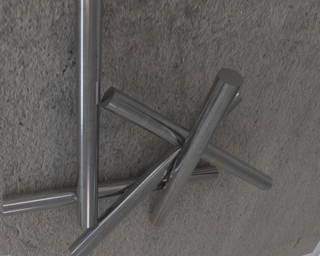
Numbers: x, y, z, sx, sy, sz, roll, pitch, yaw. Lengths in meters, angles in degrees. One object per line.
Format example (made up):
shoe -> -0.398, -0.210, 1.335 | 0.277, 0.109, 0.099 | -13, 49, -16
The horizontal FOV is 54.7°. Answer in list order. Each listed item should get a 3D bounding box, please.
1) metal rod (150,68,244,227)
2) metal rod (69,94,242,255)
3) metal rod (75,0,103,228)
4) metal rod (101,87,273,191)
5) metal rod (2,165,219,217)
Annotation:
metal rod -> 0.030, 0.050, 0.388 | 0.025, 0.025, 0.298 | -9, 143, -24
metal rod -> -0.001, 0.057, 0.416 | 0.300, 0.025, 0.025 | -44, 130, -8
metal rod -> -0.077, -0.018, 0.334 | 0.025, 0.025, 0.298 | -6, 116, -26
metal rod -> 0.056, 0.027, 0.405 | 0.301, 0.025, 0.025 | 28, 103, -34
metal rod -> -0.049, 0.082, 0.430 | 0.303, 0.025, 0.025 | -4, 120, -27
